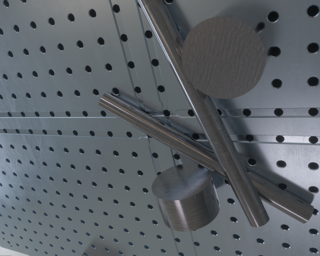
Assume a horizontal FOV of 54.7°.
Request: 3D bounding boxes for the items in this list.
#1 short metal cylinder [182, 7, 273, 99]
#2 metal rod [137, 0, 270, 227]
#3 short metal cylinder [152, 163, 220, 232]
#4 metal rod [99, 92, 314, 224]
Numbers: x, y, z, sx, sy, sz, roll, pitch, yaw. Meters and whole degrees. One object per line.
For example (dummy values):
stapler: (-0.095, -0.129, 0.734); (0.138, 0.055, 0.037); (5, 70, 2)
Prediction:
short metal cylinder: (0.068, -0.076, 0.312); (0.080, 0.050, 0.079); (13, 124, 21)
metal rod: (0.053, -0.017, 0.353); (0.025, 0.025, 0.299); (-21, 102, 36)
short metal cylinder: (0.035, 0.090, 0.413); (0.080, 0.080, 0.050); (-4, 117, 30)
metal rod: (0.052, 0.034, 0.404); (0.301, 0.025, 0.025); (29, 128, 9)
